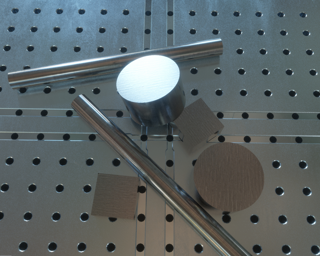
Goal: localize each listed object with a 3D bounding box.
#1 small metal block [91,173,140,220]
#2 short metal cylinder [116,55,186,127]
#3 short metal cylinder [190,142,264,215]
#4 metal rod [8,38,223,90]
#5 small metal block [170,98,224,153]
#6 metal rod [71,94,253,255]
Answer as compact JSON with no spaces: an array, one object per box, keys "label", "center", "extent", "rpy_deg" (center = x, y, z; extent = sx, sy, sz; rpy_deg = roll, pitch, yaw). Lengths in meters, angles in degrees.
[{"label":"small metal block","center":[-0.053,0.085,0.380],"extent":[0.050,0.025,0.050],"rpy_deg":[6,70,2]},{"label":"short metal cylinder","center":[-0.010,-0.048,0.403],"extent":[0.080,0.050,0.080],"rpy_deg":[-7,54,10]},{"label":"short metal cylinder","center":[0.079,0.063,0.376],"extent":[0.081,0.050,0.080],"rpy_deg":[0,70,0]},{"label":"metal rod","center":[-0.059,-0.093,0.445],"extent":[0.302,0.025,0.025],"rpy_deg":[-10,71,-4]},{"label":"small metal block","center":[0.048,-0.004,0.413],"extent":[0.050,0.025,0.050],"rpy_deg":[-33,74,-11]},{"label":"metal rod","center":[-0.004,0.062,0.388],"extent":[0.300,0.025,0.025],"rpy_deg":[43,75,14]}]
